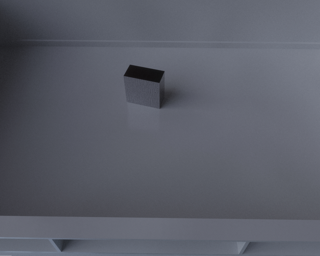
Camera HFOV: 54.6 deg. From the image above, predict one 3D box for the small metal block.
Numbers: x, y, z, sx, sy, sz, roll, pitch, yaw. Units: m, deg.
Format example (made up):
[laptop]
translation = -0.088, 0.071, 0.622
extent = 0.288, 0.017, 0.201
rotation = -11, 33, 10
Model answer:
[small metal block]
translation = -0.021, -0.058, 0.438
extent = 0.050, 0.050, 0.025
rotation = 13, 51, 10
